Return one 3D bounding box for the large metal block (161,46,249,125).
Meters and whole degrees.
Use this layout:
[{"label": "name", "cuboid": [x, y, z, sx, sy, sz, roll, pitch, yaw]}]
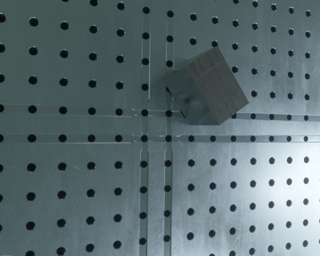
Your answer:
[{"label": "large metal block", "cuboid": [0.055, -0.050, 0.403, 0.050, 0.080, 0.080, -36, 102, -16]}]
